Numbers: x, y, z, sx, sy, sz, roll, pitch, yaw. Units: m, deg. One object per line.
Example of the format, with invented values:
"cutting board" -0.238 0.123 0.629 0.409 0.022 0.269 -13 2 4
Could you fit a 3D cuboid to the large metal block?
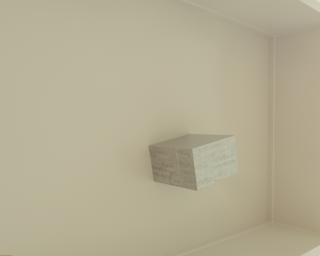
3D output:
"large metal block" 0.044 0.041 0.410 0.081 0.080 0.050 -13 99 -40
